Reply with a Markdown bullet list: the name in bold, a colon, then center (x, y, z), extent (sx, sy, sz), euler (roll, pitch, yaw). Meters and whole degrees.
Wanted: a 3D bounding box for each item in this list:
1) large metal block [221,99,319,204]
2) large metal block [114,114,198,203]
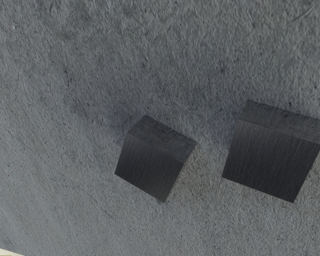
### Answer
- **large metal block**: center (0.122, 0.024, 0.342), extent (0.080, 0.050, 0.079), euler (19, 126, 17)
- **large metal block**: center (-0.007, 0.042, 0.420), extent (0.080, 0.050, 0.079), euler (29, 128, 10)
